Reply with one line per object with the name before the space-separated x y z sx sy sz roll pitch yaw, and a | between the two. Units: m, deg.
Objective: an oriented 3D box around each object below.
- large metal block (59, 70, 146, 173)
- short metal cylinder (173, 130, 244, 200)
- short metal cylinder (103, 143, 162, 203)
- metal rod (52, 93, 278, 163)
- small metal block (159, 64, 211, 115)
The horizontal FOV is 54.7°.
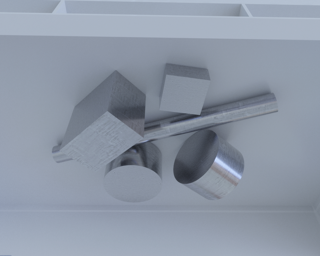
large metal block | -0.064 -0.008 0.364 0.080 0.080 0.050 -36 122 26
short metal cylinder | 0.064 0.049 0.414 0.050 0.080 0.080 35 122 -26
short metal cylinder | -0.037 0.062 0.442 0.081 0.050 0.079 0 130 0
metal rod | -0.001 0.003 0.410 0.301 0.025 0.025 -13 129 10
small metal block | 0.028 -0.045 0.369 0.050 0.025 0.050 7 130 -6
